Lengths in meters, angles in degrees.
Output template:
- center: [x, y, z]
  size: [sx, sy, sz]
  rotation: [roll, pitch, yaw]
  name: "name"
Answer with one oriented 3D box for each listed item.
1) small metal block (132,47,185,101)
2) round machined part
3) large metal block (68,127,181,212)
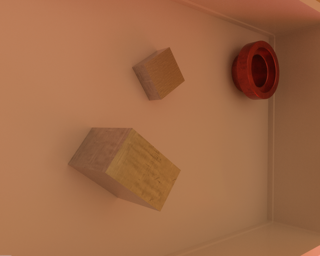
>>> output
- center: [-0.001, -0.071, 0.408]
  size: [0.050, 0.025, 0.050]
  rotation: [-42, 116, -32]
  name: "small metal block"
- center: [0.161, -0.097, 0.533]
  size: [0.099, 0.042, 0.097]
  rotation: [0, 90, -40]
  name: "round machined part"
- center: [-0.039, 0.043, 0.340]
  size: [0.080, 0.080, 0.050]
  rotation: [43, 64, -32]
  name: "large metal block"
